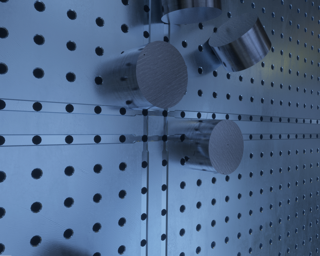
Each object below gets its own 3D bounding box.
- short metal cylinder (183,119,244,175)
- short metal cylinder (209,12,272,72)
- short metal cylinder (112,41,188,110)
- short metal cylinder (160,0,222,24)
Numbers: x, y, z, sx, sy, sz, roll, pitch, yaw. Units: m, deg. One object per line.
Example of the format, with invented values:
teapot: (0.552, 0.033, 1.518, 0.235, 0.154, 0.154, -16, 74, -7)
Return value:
short metal cylinder: (0.080, 0.027, 0.463, 0.081, 0.050, 0.079, 0, 90, -40)
short metal cylinder: (0.123, -0.132, 0.479, 0.050, 0.080, 0.080, 50, 61, -29)
short metal cylinder: (-0.012, -0.063, 0.385, 0.081, 0.050, 0.079, 0, 91, -40)
short metal cylinder: (0.040, -0.173, 0.408, 0.081, 0.080, 0.050, -9, 96, -40)
